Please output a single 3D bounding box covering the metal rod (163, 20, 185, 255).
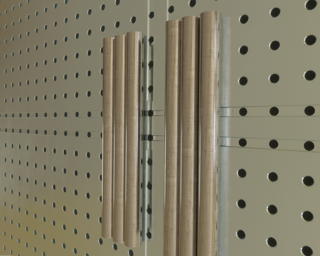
[{"bbox_3d":[0.018,0.016,0.395,0.025,0.025,0.298,1,91,40],"label":"metal rod"}]

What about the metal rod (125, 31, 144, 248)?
[{"bbox_3d":[-0.036,0.016,0.440,0.025,0.025,0.298,1,91,40],"label":"metal rod"}]

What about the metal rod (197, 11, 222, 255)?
[{"bbox_3d":[0.058,0.017,0.362,0.025,0.025,0.298,1,91,40],"label":"metal rod"}]

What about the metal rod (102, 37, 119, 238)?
[{"bbox_3d":[-0.075,0.015,0.472,0.025,0.025,0.298,1,91,40],"label":"metal rod"}]

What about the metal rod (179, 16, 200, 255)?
[{"bbox_3d":[0.037,0.017,0.379,0.025,0.025,0.298,1,91,40],"label":"metal rod"}]

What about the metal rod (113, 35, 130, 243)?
[{"bbox_3d":[-0.055,0.016,0.456,0.025,0.025,0.298,1,91,40],"label":"metal rod"}]
